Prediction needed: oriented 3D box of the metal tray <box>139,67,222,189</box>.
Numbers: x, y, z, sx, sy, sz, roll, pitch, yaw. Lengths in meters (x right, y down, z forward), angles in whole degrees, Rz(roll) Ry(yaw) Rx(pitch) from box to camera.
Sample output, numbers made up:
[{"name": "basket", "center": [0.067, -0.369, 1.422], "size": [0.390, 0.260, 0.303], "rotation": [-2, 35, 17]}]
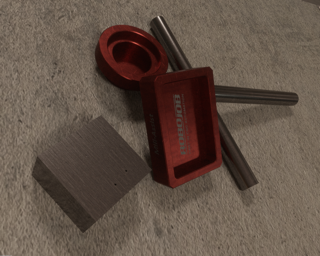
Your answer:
[{"name": "metal tray", "center": [0.029, -0.003, 0.376], "size": [0.091, 0.030, 0.129], "rotation": [-17, 105, -35]}]

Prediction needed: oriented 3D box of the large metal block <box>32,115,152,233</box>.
[{"name": "large metal block", "center": [-0.070, 0.046, 0.322], "size": [0.080, 0.050, 0.080], "rotation": [47, 51, 4]}]

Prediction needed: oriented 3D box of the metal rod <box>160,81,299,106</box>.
[{"name": "metal rod", "center": [0.124, -0.051, 0.480], "size": [0.302, 0.025, 0.025], "rotation": [-1, 62, -37]}]

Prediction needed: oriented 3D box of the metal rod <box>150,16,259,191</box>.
[{"name": "metal rod", "center": [0.059, -0.047, 0.466], "size": [0.025, 0.025, 0.299], "rotation": [-15, 70, -34]}]

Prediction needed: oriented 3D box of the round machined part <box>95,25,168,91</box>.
[{"name": "round machined part", "center": [-0.042, -0.091, 0.427], "size": [0.099, 0.042, 0.098], "rotation": [14, 56, -21]}]
